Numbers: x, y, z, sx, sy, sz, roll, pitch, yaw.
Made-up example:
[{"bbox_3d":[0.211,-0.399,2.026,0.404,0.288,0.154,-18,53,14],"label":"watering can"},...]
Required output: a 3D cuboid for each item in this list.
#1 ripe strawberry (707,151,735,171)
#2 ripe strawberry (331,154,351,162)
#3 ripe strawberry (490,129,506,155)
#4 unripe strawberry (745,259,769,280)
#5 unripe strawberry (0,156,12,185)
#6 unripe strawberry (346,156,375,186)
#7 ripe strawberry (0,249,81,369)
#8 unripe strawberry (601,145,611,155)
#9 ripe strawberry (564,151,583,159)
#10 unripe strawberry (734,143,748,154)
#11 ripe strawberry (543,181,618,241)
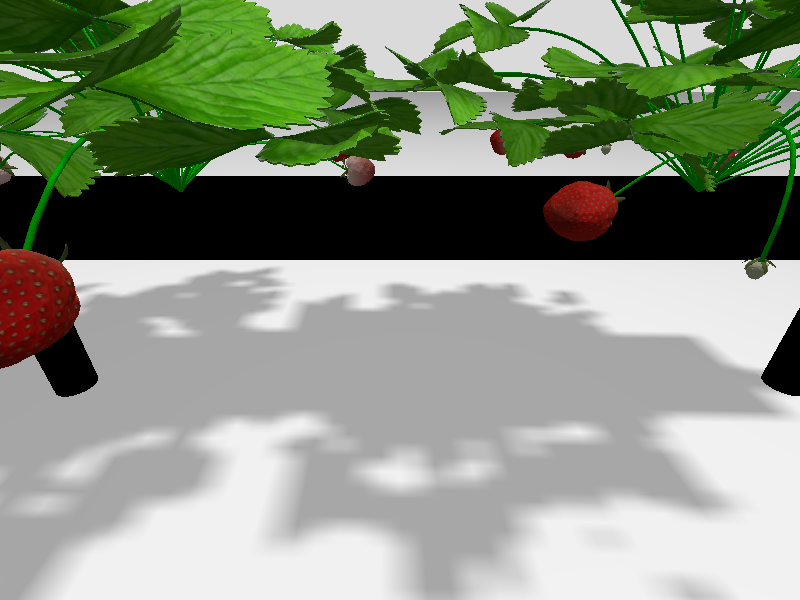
[{"bbox_3d":[0.327,-0.149,0.415,0.033,0.030,0.030,21,35,33],"label":"ripe strawberry"},{"bbox_3d":[-0.067,-0.183,0.463,0.038,0.043,0.041,22,35,34],"label":"ripe strawberry"},{"bbox_3d":[0.132,-0.200,0.501,0.040,0.034,0.040,-19,33,-30],"label":"ripe strawberry"},{"bbox_3d":[0.172,-0.015,0.194,0.009,0.010,0.010,14,32,23],"label":"unripe strawberry"},{"bbox_3d":[-0.367,-0.115,0.357,0.030,0.026,0.030,-11,27,13],"label":"unripe strawberry"},{"bbox_3d":[-0.035,-0.115,0.357,0.026,0.027,0.024,-1,29,-7],"label":"unripe strawberry"},{"bbox_3d":[-0.130,0.005,0.128,0.044,0.039,0.040,-7,43,-12],"label":"ripe strawberry"},{"bbox_3d":[0.266,-0.194,0.517,0.011,0.012,0.012,1,29,2],"label":"unripe strawberry"},{"bbox_3d":[0.209,-0.190,0.484,0.031,0.035,0.033,-9,29,-15],"label":"ripe strawberry"},{"bbox_3d":[0.404,-0.197,0.494,0.041,0.036,0.041,22,27,34],"label":"unripe strawberry"},{"bbox_3d":[0.102,-0.050,0.231,0.035,0.035,0.039,-21,36,-32],"label":"ripe strawberry"}]
